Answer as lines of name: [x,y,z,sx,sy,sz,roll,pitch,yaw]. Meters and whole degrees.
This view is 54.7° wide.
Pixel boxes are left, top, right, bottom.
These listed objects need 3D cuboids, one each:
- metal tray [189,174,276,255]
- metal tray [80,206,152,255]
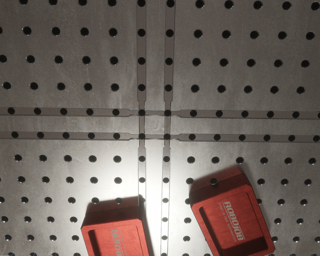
metal tray: [0.109,0.142,0.464,0.090,0.030,0.129,-22,109,7]
metal tray: [-0.061,0.189,0.479,0.091,0.030,0.129,-9,110,2]
